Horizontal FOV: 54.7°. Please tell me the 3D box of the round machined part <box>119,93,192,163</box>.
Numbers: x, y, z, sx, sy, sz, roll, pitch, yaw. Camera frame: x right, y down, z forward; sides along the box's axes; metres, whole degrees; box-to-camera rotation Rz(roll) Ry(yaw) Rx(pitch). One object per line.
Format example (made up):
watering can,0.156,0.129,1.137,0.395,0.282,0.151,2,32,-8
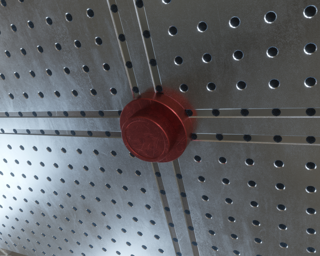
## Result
round machined part,-0.011,0.006,0.408,0.098,0.042,0.097,13,124,20
